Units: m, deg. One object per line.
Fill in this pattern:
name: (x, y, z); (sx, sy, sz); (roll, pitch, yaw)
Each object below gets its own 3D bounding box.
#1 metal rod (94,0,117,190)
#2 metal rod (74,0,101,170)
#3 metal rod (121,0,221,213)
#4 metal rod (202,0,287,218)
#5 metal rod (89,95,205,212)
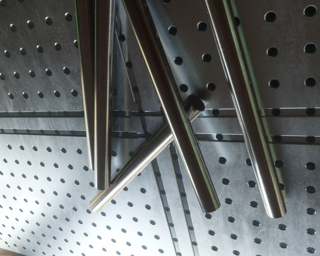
metal rod: (-0.075, -0.038, 0.414); (0.025, 0.025, 0.298); (18, 122, 17)
metal rod: (-0.094, -0.064, 0.419); (0.025, 0.025, 0.298); (16, 125, 19)
metal rod: (0.010, -0.039, 0.353); (0.025, 0.025, 0.298); (-14, 103, 33)
metal rod: (0.097, -0.022, 0.345); (0.025, 0.025, 0.299); (-9, 114, 32)
metal rod: (-0.036, 0.055, 0.462); (0.025, 0.025, 0.298); (42, 129, -1)
